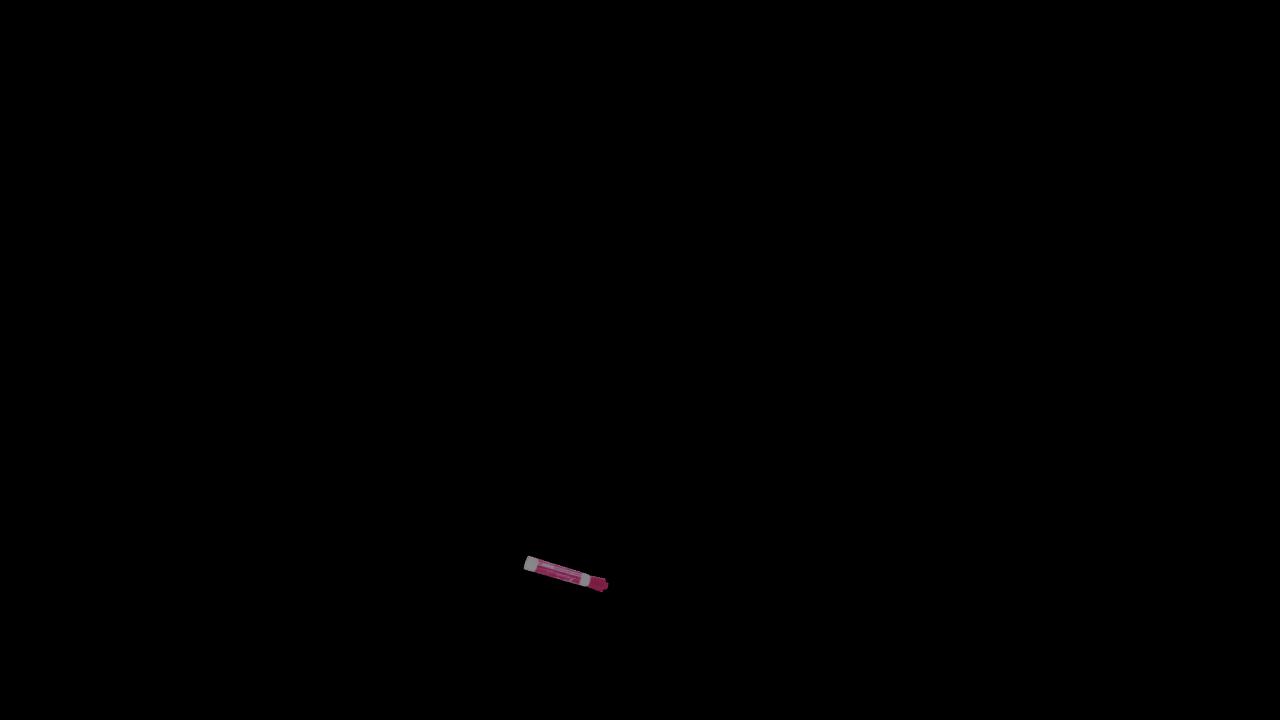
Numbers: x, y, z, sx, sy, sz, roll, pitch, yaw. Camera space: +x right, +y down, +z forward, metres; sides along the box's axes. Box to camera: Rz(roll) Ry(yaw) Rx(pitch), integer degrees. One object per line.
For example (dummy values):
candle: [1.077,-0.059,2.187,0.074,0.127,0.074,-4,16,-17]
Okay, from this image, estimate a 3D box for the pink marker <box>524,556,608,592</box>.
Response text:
pink marker: [-0.101,0.299,0.856,0.121,0.020,0.020,21,-4,-12]
